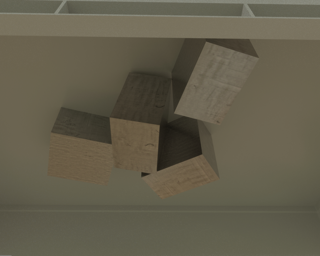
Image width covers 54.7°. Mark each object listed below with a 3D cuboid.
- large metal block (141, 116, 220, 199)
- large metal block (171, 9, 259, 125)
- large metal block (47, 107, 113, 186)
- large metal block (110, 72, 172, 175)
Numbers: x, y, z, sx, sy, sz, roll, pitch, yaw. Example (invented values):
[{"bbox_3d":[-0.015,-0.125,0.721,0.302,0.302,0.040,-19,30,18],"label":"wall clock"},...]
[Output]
[{"bbox_3d":[0.025,0.035,0.403,0.080,0.080,0.050,-23,127,18],"label":"large metal block"},{"bbox_3d":[0.050,-0.063,0.319,0.050,0.080,0.079,14,128,-12],"label":"large metal block"},{"bbox_3d":[-0.100,0.026,0.414,0.081,0.050,0.079,12,129,-11],"label":"large metal block"},{"bbox_3d":[-0.020,-0.006,0.359,0.050,0.080,0.079,9,135,5],"label":"large metal block"}]
